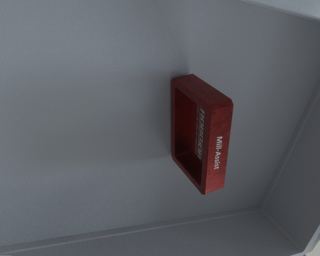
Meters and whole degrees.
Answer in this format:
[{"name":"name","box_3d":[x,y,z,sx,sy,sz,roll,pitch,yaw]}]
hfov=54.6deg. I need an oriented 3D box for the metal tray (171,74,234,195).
[{"name":"metal tray","box_3d":[0.048,0.008,0.393,0.030,0.090,0.129,-16,125,-21]}]
